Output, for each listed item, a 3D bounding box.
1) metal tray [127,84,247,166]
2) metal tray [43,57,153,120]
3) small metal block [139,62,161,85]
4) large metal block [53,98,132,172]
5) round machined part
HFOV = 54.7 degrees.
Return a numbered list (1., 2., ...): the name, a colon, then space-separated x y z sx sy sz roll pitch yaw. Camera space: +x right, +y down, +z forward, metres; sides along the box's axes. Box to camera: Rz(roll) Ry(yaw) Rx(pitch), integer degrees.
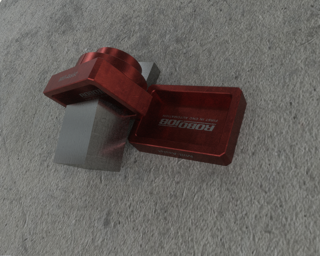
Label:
1. metal tray: 0.033 -0.008 0.389 0.130 0.030 0.090 7 65 30
2. metal tray: -0.085 -0.043 0.411 0.130 0.090 0.030 -4 59 47
3. small metal block: -0.033 -0.072 0.466 0.050 0.025 0.050 7 65 31
4. large metal block: -0.089 0.012 0.403 0.080 0.050 0.080 -4 71 46
5. round machined part: -0.063 -0.072 0.420 0.098 0.098 0.042 6 65 30
